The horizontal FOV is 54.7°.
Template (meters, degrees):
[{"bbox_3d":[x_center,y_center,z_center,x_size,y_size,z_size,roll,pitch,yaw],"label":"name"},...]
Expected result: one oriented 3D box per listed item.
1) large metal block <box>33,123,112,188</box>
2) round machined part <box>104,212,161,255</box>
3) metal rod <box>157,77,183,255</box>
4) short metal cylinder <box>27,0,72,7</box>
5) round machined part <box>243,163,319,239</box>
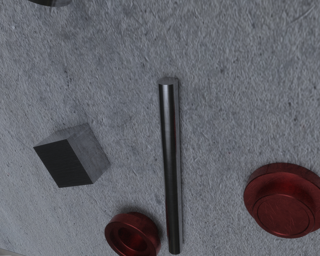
[{"bbox_3d":[-0.138,0.045,0.491,0.080,0.050,0.080,-13,112,33],"label":"large metal block"},{"bbox_3d":[-0.042,0.184,0.532,0.098,0.042,0.097,13,124,21],"label":"round machined part"},{"bbox_3d":[0.017,0.073,0.442,0.025,0.025,0.298,10,123,23],"label":"metal rod"},{"bbox_3d":[-0.126,-0.175,0.329,0.080,0.080,0.050,38,129,2],"label":"short metal cylinder"},{"bbox_3d":[0.150,0.094,0.375,0.098,0.042,0.097,13,124,21],"label":"round machined part"}]
